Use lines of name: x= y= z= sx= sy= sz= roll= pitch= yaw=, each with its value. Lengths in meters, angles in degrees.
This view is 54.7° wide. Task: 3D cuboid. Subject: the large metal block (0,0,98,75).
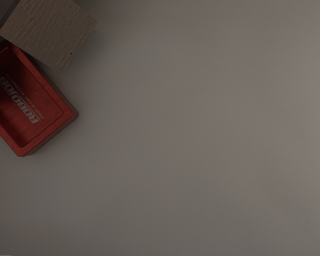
large metal block: x=-0.139 y=-0.125 z=0.378 sx=0.080 sy=0.050 sz=0.080 roll=34 pitch=90 yaw=-37

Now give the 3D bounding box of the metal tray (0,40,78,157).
metal tray: x=-0.184 y=-0.039 z=0.406 sx=0.090 sy=0.030 sz=0.130 roll=-40 pitch=91 yaw=0
